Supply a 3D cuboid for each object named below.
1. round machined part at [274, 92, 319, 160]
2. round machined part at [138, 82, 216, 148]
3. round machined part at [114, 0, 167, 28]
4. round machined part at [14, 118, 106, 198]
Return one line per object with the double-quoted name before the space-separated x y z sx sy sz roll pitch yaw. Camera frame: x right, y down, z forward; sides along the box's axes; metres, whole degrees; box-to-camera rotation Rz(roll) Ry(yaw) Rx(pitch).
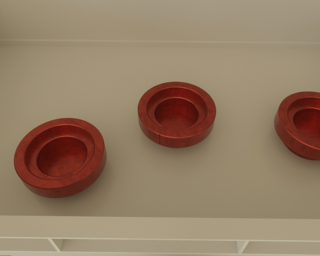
"round machined part" 0.195 0.002 0.394 0.099 0.042 0.098 0 50 0
"round machined part" 0.021 -0.013 0.405 0.099 0.042 0.098 0 50 0
"round machined part" -0.035 -0.227 0.587 0.099 0.042 0.098 0 50 0
"round machined part" -0.112 0.038 0.361 0.099 0.042 0.098 0 50 0
